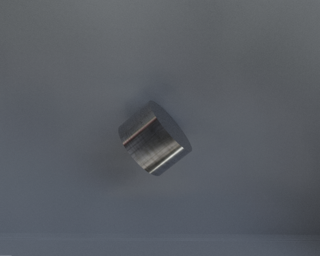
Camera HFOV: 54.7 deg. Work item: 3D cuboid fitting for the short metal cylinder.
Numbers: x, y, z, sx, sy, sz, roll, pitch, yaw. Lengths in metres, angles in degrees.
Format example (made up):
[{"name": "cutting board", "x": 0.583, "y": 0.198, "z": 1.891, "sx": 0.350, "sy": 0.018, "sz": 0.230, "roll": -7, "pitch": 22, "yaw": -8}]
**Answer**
[{"name": "short metal cylinder", "x": -0.005, "y": 0.012, "z": 0.384, "sx": 0.050, "sy": 0.080, "sz": 0.080, "roll": -40, "pitch": 106, "yaw": 13}]
